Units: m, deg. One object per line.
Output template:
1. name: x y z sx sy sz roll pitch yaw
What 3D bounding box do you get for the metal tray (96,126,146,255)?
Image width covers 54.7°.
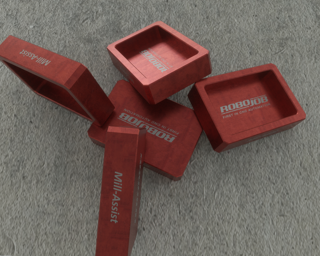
1. metal tray: -0.038 0.063 0.331 0.030 0.090 0.129 5 91 2

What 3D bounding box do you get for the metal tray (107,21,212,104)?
1. metal tray: -0.005 -0.092 0.409 0.090 0.030 0.130 -30 44 -11

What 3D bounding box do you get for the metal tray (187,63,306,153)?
1. metal tray: 0.112 -0.029 0.401 0.131 0.030 0.090 -16 70 -22

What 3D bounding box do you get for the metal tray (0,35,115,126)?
1. metal tray: -0.127 -0.057 0.378 0.130 0.090 0.030 24 71 26

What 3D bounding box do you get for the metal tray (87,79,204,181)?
1. metal tray: -0.015 0.002 0.406 0.130 0.030 0.090 24 72 8
